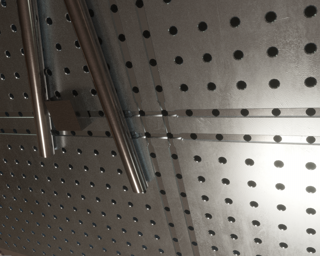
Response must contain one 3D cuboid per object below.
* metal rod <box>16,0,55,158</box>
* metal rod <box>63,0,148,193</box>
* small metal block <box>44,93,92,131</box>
[{"bbox_3d":[-0.181,-0.079,0.455,0.025,0.025,0.298,19,126,17],"label":"metal rod"},{"bbox_3d":[-0.069,-0.037,0.422,0.025,0.025,0.298,-2,118,29],"label":"metal rod"},{"bbox_3d":[-0.138,-0.023,0.467,0.050,0.025,0.050,0,119,28],"label":"small metal block"}]
